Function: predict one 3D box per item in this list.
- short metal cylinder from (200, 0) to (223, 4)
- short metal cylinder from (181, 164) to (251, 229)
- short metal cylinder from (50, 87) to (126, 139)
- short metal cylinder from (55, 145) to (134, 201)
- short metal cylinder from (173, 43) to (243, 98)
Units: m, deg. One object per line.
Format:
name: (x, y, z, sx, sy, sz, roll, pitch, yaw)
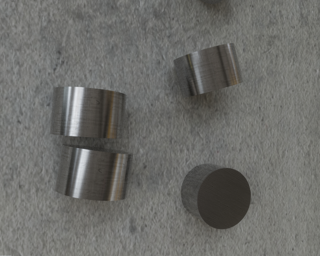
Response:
short metal cylinder: (0.070, -0.213, 0.407, 0.080, 0.080, 0.050, 46, 76, -15)
short metal cylinder: (0.076, 0.091, 0.425, 0.081, 0.050, 0.079, 0, 90, -21)
short metal cylinder: (-0.080, -0.016, 0.351, 0.081, 0.080, 0.050, 4, 89, -20)
short metal cylinder: (-0.074, 0.049, 0.353, 0.081, 0.080, 0.050, 9, 87, -20)
short metal cylinder: (0.063, -0.074, 0.404, 0.081, 0.080, 0.050, -17, 96, -20)
